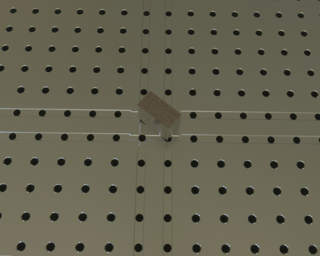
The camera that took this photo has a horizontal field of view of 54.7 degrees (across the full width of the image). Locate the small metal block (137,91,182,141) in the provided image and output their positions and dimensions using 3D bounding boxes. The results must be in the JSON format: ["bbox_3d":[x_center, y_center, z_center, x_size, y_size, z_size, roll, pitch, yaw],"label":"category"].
[{"bbox_3d":[-0.001,-0.014,0.403,0.050,0.050,0.025,38,74,12],"label":"small metal block"}]
